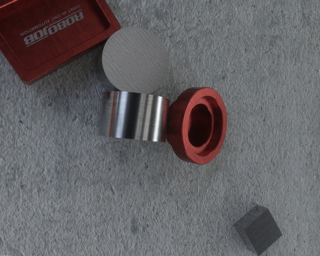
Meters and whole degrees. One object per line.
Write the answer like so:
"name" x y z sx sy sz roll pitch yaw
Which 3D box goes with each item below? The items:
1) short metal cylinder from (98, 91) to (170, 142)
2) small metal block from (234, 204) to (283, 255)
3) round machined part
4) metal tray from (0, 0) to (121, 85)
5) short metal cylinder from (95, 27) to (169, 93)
"short metal cylinder" -0.031 -0.012 0.369 0.081 0.080 0.050 7 88 -20
"small metal block" 0.147 0.152 0.464 0.050 0.025 0.050 -33 101 -17
"round machined part" 0.043 -0.004 0.402 0.099 0.042 0.097 -8 101 -46
"metal tray" -0.124 -0.120 0.360 0.131 0.030 0.090 -35 102 -17
"short metal cylinder" -0.035 -0.078 0.383 0.081 0.050 0.080 0 90 -20
